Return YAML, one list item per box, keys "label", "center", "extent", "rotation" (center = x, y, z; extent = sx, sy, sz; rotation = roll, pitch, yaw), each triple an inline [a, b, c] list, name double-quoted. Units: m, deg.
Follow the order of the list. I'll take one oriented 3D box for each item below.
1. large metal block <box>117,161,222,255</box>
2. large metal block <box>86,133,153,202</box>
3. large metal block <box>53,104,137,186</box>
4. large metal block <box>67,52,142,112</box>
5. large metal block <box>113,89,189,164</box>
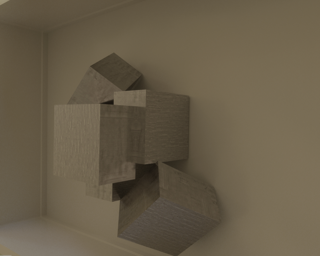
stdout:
- label: "large metal block"
  center: [0.009, 0.094, 0.352]
  extent: [0.080, 0.080, 0.050]
  rotation: [-49, 26, 29]
- label: "large metal block"
  center: [-0.049, 0.047, 0.410]
  extent: [0.050, 0.081, 0.080]
  rotation: [1, 91, 40]
- label: "large metal block"
  center: [-0.073, 0.015, 0.344]
  extent: [0.080, 0.050, 0.079]
  rotation: [2, 92, 40]
- label: "large metal block"
  center: [-0.077, -0.048, 0.423]
  extent: [0.050, 0.080, 0.080]
  rotation: [37, 118, -5]
- label: "large metal block"
  center: [-0.009, -0.002, 0.375]
  extent: [0.050, 0.081, 0.080]
  rotation: [1, 91, 40]
